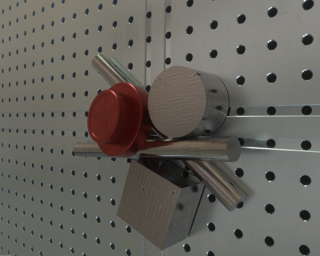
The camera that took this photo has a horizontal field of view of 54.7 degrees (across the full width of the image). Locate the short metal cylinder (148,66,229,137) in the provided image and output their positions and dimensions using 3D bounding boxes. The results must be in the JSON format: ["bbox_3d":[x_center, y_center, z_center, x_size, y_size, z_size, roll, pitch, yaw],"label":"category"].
[{"bbox_3d":[0.033,-0.029,0.363,0.080,0.050,0.079,0,90,39],"label":"short metal cylinder"}]

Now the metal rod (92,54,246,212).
[{"bbox_3d":[-0.005,-0.011,0.412,0.300,0.025,0.025,46,117,30],"label":"metal rod"}]

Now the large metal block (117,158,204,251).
[{"bbox_3d":[-0.001,0.089,0.389,0.080,0.050,0.079,25,106,37],"label":"large metal block"}]

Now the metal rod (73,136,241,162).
[{"bbox_3d":[-0.031,0.028,0.409,0.300,0.025,0.025,-4,88,47],"label":"metal rod"}]

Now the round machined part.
[{"bbox_3d":[-0.057,-0.012,0.400,0.098,0.042,0.098,-12,73,43],"label":"round machined part"}]
